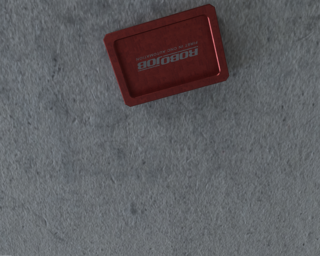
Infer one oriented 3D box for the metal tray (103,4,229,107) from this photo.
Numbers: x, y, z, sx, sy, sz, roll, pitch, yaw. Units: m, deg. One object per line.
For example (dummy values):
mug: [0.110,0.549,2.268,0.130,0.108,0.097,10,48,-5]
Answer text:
metal tray: [0.009,-0.086,0.375,0.131,0.030,0.089,-15,110,5]
